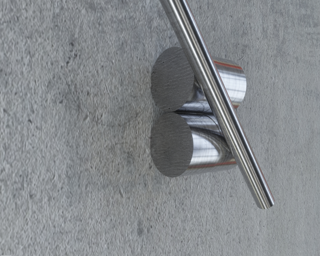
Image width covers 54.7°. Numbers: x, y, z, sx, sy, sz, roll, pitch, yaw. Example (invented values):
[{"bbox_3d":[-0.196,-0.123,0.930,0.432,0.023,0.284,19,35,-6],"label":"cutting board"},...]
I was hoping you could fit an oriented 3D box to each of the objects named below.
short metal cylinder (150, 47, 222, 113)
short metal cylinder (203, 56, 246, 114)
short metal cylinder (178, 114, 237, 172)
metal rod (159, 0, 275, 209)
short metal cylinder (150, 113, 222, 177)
[{"bbox_3d":[0.032,-0.059,0.398,0.050,0.080,0.080,1,90,-40],"label":"short metal cylinder"},{"bbox_3d":[0.071,-0.059,0.430,0.050,0.080,0.080,1,90,-40],"label":"short metal cylinder"},{"bbox_3d":[0.070,0.021,0.430,0.050,0.080,0.080,1,90,-40],"label":"short metal cylinder"},{"bbox_3d":[0.076,-0.018,0.366,0.025,0.025,0.299,-44,117,-31],"label":"metal rod"},{"bbox_3d":[0.031,0.021,0.397,0.050,0.080,0.080,1,90,-40],"label":"short metal cylinder"}]
